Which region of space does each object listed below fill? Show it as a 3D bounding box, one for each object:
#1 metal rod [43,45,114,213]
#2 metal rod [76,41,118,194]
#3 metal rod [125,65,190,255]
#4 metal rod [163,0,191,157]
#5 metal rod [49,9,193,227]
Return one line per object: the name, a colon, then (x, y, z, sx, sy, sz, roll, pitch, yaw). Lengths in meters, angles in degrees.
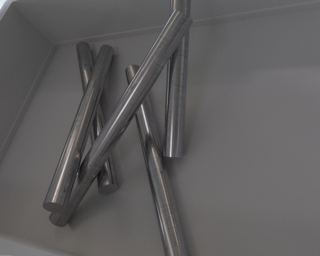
metal rod: (-0.103, -0.024, 0.436, 0.025, 0.025, 0.300, -14, 44, 20)
metal rod: (-0.104, -0.036, 0.482, 0.025, 0.025, 0.299, -27, 52, 11)
metal rod: (-0.010, 0.028, 0.393, 0.025, 0.025, 0.299, -25, 53, 13)
metal rod: (0.023, -0.115, 0.376, 0.025, 0.025, 0.298, 3, 91, 30)
metal rod: (-0.053, -0.003, 0.375, 0.025, 0.025, 0.299, 42, 104, 39)
